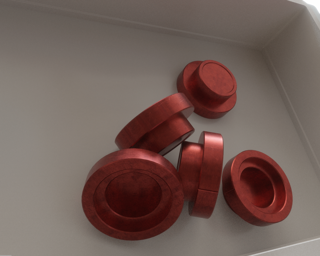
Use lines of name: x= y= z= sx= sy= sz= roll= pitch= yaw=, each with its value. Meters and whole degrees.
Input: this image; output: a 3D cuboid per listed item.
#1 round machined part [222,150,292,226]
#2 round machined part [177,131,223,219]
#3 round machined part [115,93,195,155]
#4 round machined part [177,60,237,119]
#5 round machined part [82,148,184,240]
round machined part: x=0.123 y=0.082 z=0.413 sx=0.099 sy=0.042 sz=0.098 roll=14 pitch=56 yaw=-21
round machined part: x=0.041 y=0.051 z=0.356 sx=0.042 sy=0.097 sz=0.098 roll=10 pitch=55 yaw=2
round machined part: x=0.001 y=0.006 z=0.357 sx=0.099 sy=0.097 sz=0.042 roll=-28 pitch=77 yaw=-38
round machined part: x=0.079 y=-0.066 z=0.480 sx=0.099 sy=0.042 sz=0.098 roll=14 pitch=56 yaw=-21
round machined part: x=-0.027 y=0.063 z=0.318 sx=0.099 sy=0.097 sz=0.042 roll=25 pitch=20 yaw=-14
